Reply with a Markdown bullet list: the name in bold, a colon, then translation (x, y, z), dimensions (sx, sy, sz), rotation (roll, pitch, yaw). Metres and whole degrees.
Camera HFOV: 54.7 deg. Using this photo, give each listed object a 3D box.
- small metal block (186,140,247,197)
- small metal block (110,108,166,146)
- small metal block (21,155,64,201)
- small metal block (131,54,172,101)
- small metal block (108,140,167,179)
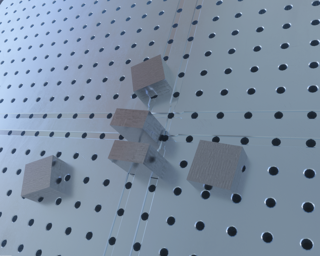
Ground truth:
- **small metal block**: translation (0.064, 0.044, 0.347), dimensions (0.050, 0.025, 0.050), rotation (9, 66, 31)
- **small metal block**: translation (-0.028, -0.001, 0.406), dimensions (0.050, 0.050, 0.025), rotation (6, 65, 30)
- **small metal block**: translation (-0.170, 0.073, 0.450), dimensions (0.050, 0.025, 0.050), rotation (-19, 54, 16)
- **small metal block**: translation (-0.013, -0.075, 0.460), dimensions (0.050, 0.025, 0.050), rotation (-20, 54, 16)
- **small metal block**: translation (-0.027, 0.039, 0.381), dimensions (0.050, 0.050, 0.025), rotation (5, 64, 30)
